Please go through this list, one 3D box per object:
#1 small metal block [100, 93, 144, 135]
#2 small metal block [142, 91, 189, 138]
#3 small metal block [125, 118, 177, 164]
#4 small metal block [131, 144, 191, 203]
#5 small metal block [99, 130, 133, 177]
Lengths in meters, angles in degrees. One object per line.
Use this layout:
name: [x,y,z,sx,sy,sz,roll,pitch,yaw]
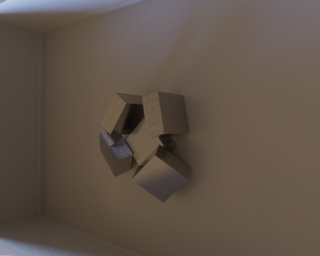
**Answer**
small metal block: [-0.045,-0.019,0.423,0.025,0.050,0.050,44,116,31]
small metal block: [0.007,-0.015,0.380,0.025,0.050,0.050,-14,81,38]
small metal block: [-0.014,0.021,0.413,0.050,0.025,0.050,-49,61,28]
small metal block: [0.002,0.057,0.384,0.050,0.025,0.050,38,119,-8]
small metal block: [-0.063,0.034,0.439,0.050,0.025,0.050,56,155,24]
